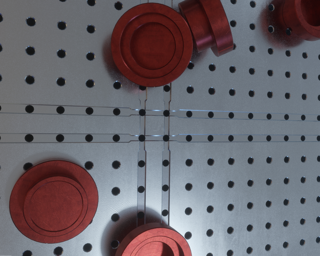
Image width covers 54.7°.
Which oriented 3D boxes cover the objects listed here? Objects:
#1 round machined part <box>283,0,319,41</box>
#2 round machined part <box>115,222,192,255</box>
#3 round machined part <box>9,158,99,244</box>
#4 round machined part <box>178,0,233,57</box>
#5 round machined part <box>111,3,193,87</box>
[{"bbox_3d":[0.237,-0.187,0.493,0.099,0.042,0.097,0,90,-21],"label":"round machined part"},{"bbox_3d":[-0.011,0.171,0.401,0.099,0.042,0.097,0,90,-21],"label":"round machined part"},{"bbox_3d":[-0.121,0.086,0.360,0.099,0.042,0.097,0,90,-21],"label":"round machined part"},{"bbox_3d":[0.056,-0.137,0.401,0.042,0.098,0.098,-23,99,8],"label":"round machined part"},{"bbox_3d":[-0.008,-0.102,0.387,0.099,0.042,0.097,2,104,6],"label":"round machined part"}]
